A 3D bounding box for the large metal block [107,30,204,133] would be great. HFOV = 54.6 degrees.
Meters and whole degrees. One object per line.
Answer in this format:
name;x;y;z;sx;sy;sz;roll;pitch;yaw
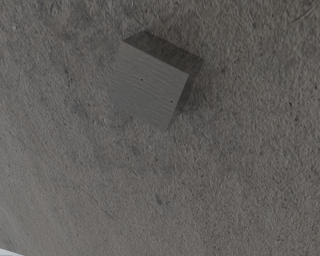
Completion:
large metal block;-0.007;-0.055;0.361;0.080;0.050;0.079;29;128;10
